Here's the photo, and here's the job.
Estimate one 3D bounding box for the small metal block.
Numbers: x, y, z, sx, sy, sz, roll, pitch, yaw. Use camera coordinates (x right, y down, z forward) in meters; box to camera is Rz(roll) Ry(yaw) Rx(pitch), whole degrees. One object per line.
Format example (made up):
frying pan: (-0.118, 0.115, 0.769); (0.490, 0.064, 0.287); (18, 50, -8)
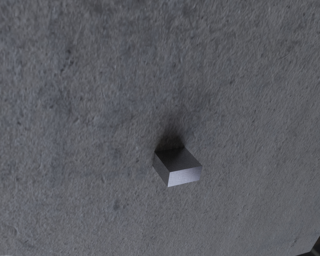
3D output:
small metal block: (0.024, 0.054, 0.439); (0.050, 0.050, 0.025); (-7, 122, -25)
